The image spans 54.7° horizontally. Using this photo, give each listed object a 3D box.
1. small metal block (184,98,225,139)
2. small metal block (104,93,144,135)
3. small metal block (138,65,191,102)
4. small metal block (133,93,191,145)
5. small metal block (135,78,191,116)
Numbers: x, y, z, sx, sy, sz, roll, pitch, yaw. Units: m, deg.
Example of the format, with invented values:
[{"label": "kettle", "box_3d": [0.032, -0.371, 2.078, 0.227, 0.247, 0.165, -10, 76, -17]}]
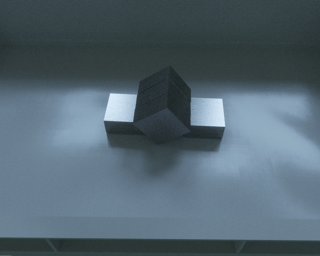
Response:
[{"label": "small metal block", "box_3d": [0.058, -0.014, 0.416, 0.050, 0.025, 0.050, 2, 50, 1]}, {"label": "small metal block", "box_3d": [-0.045, -0.019, 0.419, 0.050, 0.025, 0.050, 3, 50, 2]}, {"label": "small metal block", "box_3d": [0.007, -0.049, 0.414, 0.050, 0.050, 0.025, -23, 43, 28]}, {"label": "small metal block", "box_3d": [0.003, -0.010, 0.382, 0.050, 0.050, 0.025, -24, 43, 28]}, {"label": "small metal block", "box_3d": [0.005, -0.029, 0.398, 0.050, 0.050, 0.025, -24, 43, 28]}]
